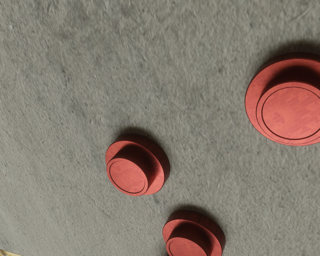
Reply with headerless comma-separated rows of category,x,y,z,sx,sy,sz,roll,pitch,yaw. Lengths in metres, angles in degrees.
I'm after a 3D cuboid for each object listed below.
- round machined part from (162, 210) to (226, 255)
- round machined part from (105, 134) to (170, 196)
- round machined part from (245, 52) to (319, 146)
round machined part,0.048,0.178,0.480,0.098,0.042,0.097,13,124,20
round machined part,-0.038,0.060,0.452,0.098,0.042,0.097,13,124,20
round machined part,0.135,-0.023,0.311,0.098,0.042,0.097,13,124,20
